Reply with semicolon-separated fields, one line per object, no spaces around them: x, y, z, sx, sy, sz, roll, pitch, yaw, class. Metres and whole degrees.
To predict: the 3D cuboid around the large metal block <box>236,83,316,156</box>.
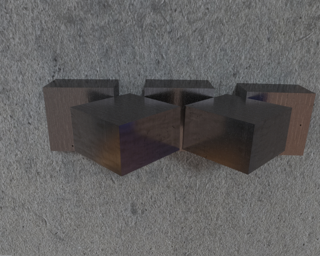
0.140;-0.012;0.395;0.081;0.050;0.079;1;110;-1;large metal block

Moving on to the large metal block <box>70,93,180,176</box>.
-0.036;0.001;0.328;0.081;0.080;0.050;-20;118;-42;large metal block

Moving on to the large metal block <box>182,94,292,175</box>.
0.082;0.001;0.332;0.080;0.081;0.050;19;116;40;large metal block

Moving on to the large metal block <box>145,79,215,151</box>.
0.022;-0.017;0.392;0.081;0.050;0.079;1;110;-1;large metal block

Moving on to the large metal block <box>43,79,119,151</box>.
-0.094;-0.017;0.390;0.081;0.050;0.079;0;110;-1;large metal block
